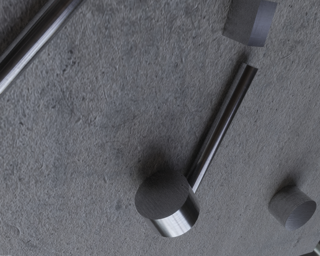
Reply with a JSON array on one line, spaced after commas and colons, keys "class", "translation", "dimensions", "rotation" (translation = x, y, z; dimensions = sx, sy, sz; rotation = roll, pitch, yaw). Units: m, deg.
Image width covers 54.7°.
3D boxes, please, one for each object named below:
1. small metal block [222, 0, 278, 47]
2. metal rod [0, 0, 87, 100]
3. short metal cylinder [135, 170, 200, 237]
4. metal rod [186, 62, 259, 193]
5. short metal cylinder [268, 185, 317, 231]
[{"class": "small metal block", "translation": [0.105, -0.128, 0.368], "dimensions": [0.025, 0.050, 0.050], "rotation": [-4, 120, -27]}, {"class": "metal rod", "translation": [-0.154, -0.045, 0.294], "dimensions": [0.300, 0.025, 0.025], "rotation": [-47, 129, 4]}, {"class": "short metal cylinder", "translation": [0.011, 0.107, 0.444], "dimensions": [0.080, 0.080, 0.050], "rotation": [-33, 129, -7]}, {"class": "metal rod", "translation": [0.068, 0.044, 0.471], "dimensions": [0.025, 0.025, 0.298], "rotation": [9, 114, -33]}, {"class": "short metal cylinder", "translation": [0.274, 0.165, 0.643], "dimensions": [0.081, 0.050, 0.079], "rotation": [-14, 124, -21]}]
